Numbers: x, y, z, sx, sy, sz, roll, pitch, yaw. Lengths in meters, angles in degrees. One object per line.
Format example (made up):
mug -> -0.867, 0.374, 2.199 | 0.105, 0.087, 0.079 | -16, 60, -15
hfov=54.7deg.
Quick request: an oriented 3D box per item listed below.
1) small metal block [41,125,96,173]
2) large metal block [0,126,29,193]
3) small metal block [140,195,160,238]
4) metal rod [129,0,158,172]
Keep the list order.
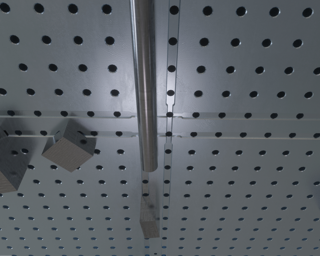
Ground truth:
small metal block -> -0.128, 0.030, 0.436 | 0.050, 0.025, 0.050 | -36, 122, 26
large metal block -> -0.249, 0.050, 0.435 | 0.080, 0.050, 0.080 | -10, 130, 8
small metal block -> -0.016, 0.150, 0.522 | 0.025, 0.050, 0.050 | -6, 130, 5
metal rod -> -0.017, -0.057, 0.362 | 0.025, 0.025, 0.298 | -1, 130, 0
